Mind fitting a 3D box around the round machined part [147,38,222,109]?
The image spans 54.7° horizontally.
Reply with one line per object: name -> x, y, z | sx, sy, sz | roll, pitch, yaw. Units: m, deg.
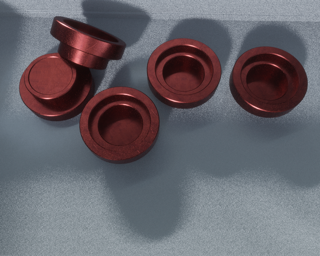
round machined part -> 0.032, -0.071, 0.427 | 0.099, 0.042, 0.098 | 0, 70, -1

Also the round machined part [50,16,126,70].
round machined part -> -0.099, -0.112, 0.421 | 0.098, 0.098, 0.042 | 27, 110, 9

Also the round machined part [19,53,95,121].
round machined part -> -0.142, -0.062, 0.421 | 0.099, 0.042, 0.098 | 0, 70, -1

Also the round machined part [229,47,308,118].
round machined part -> 0.144, -0.059, 0.424 | 0.099, 0.042, 0.098 | 0, 70, -1

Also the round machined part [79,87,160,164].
round machined part -> -0.050, -0.001, 0.400 | 0.099, 0.042, 0.098 | 0, 70, -1
